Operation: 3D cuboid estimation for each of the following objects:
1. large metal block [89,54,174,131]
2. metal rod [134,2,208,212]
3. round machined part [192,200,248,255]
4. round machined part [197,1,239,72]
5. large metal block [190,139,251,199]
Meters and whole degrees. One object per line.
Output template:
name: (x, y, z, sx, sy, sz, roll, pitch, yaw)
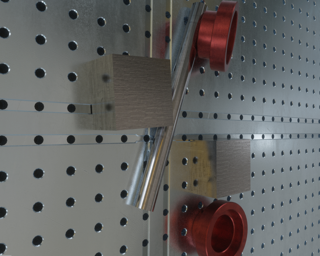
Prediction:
large metal block: (-0.033, -0.040, 0.365, 0.081, 0.050, 0.079, -5, 93, -40)
metal rod: (0.019, -0.038, 0.425, 0.025, 0.025, 0.299, 26, 74, -37)
round machined part: (0.087, 0.158, 0.472, 0.099, 0.042, 0.097, 0, 90, -40)
round machined part: (0.083, -0.133, 0.447, 0.098, 0.042, 0.097, 11, 91, -74)
large metal block: (0.093, 0.057, 0.471, 0.081, 0.050, 0.079, -1, 91, -40)
